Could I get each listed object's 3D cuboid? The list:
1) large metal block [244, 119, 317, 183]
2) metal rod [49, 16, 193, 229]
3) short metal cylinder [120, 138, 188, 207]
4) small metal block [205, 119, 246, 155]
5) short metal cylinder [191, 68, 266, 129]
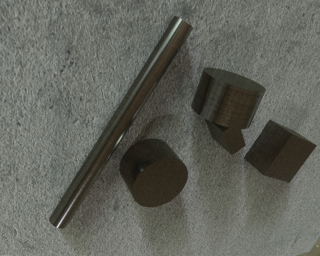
[{"bbox_3d":[0.206,0.041,0.532,0.081,0.050,0.080,18,109,-36],"label":"large metal block"},{"bbox_3d":[-0.054,0.002,0.379,0.025,0.025,0.299,24,105,-37],"label":"metal rod"},{"bbox_3d":[-0.009,0.061,0.425,0.081,0.050,0.079,-14,125,-21],"label":"short metal cylinder"},{"bbox_3d":[0.093,0.003,0.446,0.025,0.050,0.050,-34,129,-7],"label":"small metal block"},{"bbox_3d":[0.086,-0.039,0.396,0.081,0.080,0.050,3,117,-30],"label":"short metal cylinder"}]
